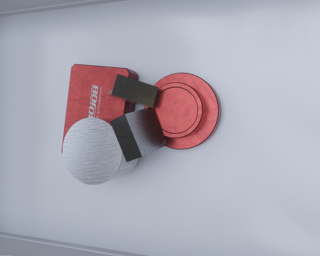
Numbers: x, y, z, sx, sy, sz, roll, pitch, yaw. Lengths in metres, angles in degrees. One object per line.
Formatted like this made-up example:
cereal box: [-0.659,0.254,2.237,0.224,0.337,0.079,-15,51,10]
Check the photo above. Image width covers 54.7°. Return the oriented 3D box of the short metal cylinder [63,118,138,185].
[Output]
short metal cylinder: [-0.073,0.027,0.388,0.080,0.050,0.079,0,90,19]

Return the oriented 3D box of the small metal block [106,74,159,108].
small metal block: [-0.036,-0.045,0.380,0.050,0.050,0.025,16,90,-18]

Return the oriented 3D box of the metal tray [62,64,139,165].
metal tray: [-0.084,-0.020,0.432,0.090,0.030,0.129,8,93,19]

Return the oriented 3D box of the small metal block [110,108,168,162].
small metal block: [-0.024,0.006,0.361,0.025,0.050,0.050,-23,89,37]

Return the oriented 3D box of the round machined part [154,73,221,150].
round machined part: [0.025,-0.021,0.390,0.098,0.042,0.097,0,90,19]
